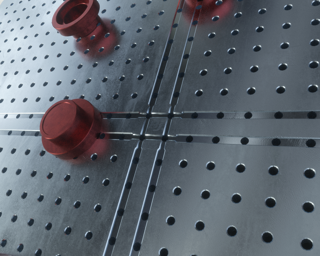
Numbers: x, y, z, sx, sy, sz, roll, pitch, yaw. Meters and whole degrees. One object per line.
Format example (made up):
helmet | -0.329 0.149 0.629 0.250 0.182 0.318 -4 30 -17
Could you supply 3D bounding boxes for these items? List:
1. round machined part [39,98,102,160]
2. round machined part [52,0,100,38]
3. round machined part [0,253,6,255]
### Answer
round machined part | -0.142 -0.005 0.473 0.098 0.042 0.098 -13 56 20
round machined part | -0.160 -0.218 0.612 0.098 0.042 0.098 -13 56 20
round machined part | -0.238 0.207 0.392 0.098 0.042 0.098 -13 56 20
